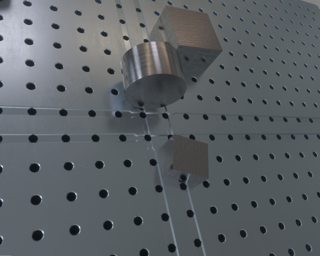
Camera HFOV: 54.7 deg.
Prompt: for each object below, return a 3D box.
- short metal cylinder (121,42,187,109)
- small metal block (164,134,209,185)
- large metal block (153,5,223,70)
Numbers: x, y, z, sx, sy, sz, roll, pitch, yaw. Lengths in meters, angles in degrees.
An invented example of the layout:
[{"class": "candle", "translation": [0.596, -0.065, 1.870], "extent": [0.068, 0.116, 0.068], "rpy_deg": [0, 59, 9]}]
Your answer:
[{"class": "short metal cylinder", "translation": [-0.009, -0.067, 0.409], "extent": [0.081, 0.080, 0.050], "rpy_deg": [3, 60, -27]}, {"class": "small metal block", "translation": [0.034, 0.041, 0.402], "extent": [0.050, 0.025, 0.050], "rpy_deg": [17, 55, -19]}, {"class": "large metal block", "translation": [0.044, -0.145, 0.504], "extent": [0.081, 0.050, 0.080], "rpy_deg": [-1, 62, -29]}]
